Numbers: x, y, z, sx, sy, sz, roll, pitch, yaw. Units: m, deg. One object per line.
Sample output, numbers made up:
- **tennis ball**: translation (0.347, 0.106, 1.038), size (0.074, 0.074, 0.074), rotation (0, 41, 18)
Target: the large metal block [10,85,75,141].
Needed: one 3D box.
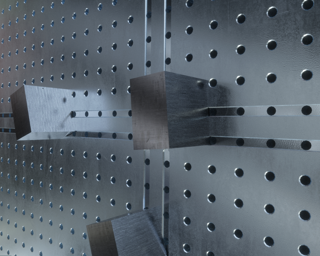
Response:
- **large metal block**: translation (-0.203, -0.025, 0.538), size (0.050, 0.081, 0.080), rotation (-22, 77, 38)

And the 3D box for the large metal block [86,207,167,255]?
- **large metal block**: translation (-0.041, 0.155, 0.405), size (0.050, 0.081, 0.080), rotation (-23, 76, 37)

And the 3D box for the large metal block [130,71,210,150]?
- **large metal block**: translation (0.013, -0.017, 0.361), size (0.050, 0.081, 0.080), rotation (-6, 87, 39)
